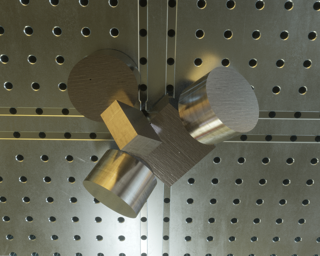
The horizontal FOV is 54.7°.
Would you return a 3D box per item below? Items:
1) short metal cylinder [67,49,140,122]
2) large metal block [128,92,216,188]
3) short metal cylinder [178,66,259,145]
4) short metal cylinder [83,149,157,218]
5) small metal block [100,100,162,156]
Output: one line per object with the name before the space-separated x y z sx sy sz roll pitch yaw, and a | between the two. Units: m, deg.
short metal cylinder | -0.065 -0.052 0.377 0.081 0.050 0.079 0 110 0
large metal block | 0.011 0.015 0.399 0.080 0.050 0.080 43 104 -14
short metal cylinder | 0.069 -0.025 0.364 0.080 0.080 0.050 41 143 -14
short metal cylinder | -0.051 0.072 0.400 0.080 0.050 0.080 25 150 16
small metal block | -0.031 0.001 0.343 0.025 0.050 0.050 -42 61 16
